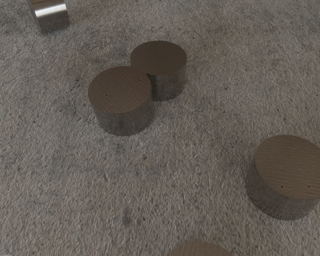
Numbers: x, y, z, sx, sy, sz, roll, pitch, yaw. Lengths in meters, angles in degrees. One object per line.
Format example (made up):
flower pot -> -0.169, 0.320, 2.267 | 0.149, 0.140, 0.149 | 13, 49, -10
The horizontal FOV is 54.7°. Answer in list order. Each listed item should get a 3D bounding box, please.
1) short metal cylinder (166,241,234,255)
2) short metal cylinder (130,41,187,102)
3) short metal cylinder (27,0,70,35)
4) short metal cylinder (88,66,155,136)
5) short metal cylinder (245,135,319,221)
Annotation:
short metal cylinder -> 0.034, 0.146, 0.265 | 0.081, 0.050, 0.080 | 0, 50, 0
short metal cylinder -> -0.002, -0.085, 0.458 | 0.081, 0.050, 0.080 | 0, 50, 0
short metal cylinder -> -0.198, -0.211, 0.543 | 0.050, 0.080, 0.080 | -23, 54, -18
short metal cylinder -> -0.049, -0.036, 0.411 | 0.080, 0.050, 0.080 | -2, 55, 3
short metal cylinder -> 0.140, 0.054, 0.342 | 0.080, 0.050, 0.080 | 0, 50, 0
